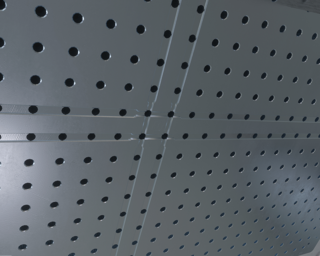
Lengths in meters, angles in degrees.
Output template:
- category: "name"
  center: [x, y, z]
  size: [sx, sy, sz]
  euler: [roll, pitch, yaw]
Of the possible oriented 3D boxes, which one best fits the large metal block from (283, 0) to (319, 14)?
- category: "large metal block"
  center: [0.195, -0.186, 0.366]
  size: [0.050, 0.080, 0.080]
  euler: [26, 104, -37]
